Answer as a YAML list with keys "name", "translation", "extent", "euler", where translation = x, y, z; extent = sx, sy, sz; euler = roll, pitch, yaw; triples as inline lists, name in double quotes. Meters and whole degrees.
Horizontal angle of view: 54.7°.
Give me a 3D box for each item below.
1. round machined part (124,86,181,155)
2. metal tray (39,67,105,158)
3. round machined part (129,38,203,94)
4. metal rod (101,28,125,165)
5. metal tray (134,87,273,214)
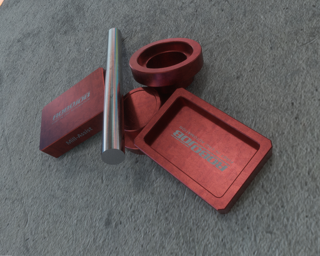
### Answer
- name: "round machined part"
  translation: [-0.021, -0.016, 0.416]
  extent: [0.098, 0.042, 0.098]
  euler: [-13, 56, 21]
- name: "metal tray"
  translation: [-0.123, -0.023, 0.467]
  extent: [0.130, 0.030, 0.090]
  euler: [-30, 49, 19]
- name: "round machined part"
  translation: [0.011, -0.083, 0.426]
  extent: [0.098, 0.042, 0.098]
  euler: [-9, 38, 7]
- name: "metal rod"
  translation: [-0.065, -0.068, 0.438]
  extent: [0.025, 0.025, 0.300]
  euler: [-24, 40, 13]
- name: "metal tray"
  translation: [0.046, 0.021, 0.351]
  extent: [0.130, 0.030, 0.090]
  euler: [35, 81, 28]
